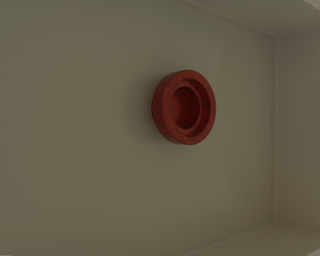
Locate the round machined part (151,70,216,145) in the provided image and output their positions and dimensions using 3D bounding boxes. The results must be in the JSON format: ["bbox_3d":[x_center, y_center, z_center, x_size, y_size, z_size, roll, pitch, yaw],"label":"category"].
[{"bbox_3d":[0.028,-0.027,0.417,0.099,0.042,0.097,0,90,-40],"label":"round machined part"}]
